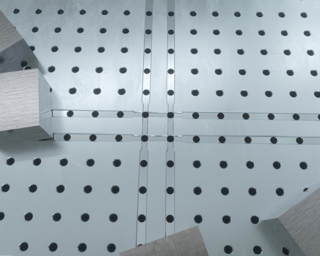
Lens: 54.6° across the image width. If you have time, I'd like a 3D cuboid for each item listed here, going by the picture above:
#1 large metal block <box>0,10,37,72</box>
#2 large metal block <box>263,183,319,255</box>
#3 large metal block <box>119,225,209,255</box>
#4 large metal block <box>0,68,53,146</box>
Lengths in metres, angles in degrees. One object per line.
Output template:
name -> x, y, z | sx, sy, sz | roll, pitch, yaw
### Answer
large metal block -> -0.240, -0.117, 0.440 | 0.080, 0.050, 0.080 | -38, 74, -13
large metal block -> 0.184, 0.117, 0.357 | 0.080, 0.050, 0.080 | -31, 73, -11
large metal block -> 0.007, 0.143, 0.330 | 0.080, 0.080, 0.050 | -17, 71, -6
large metal block -> -0.191, -0.026, 0.407 | 0.080, 0.050, 0.080 | -9, 70, -3
